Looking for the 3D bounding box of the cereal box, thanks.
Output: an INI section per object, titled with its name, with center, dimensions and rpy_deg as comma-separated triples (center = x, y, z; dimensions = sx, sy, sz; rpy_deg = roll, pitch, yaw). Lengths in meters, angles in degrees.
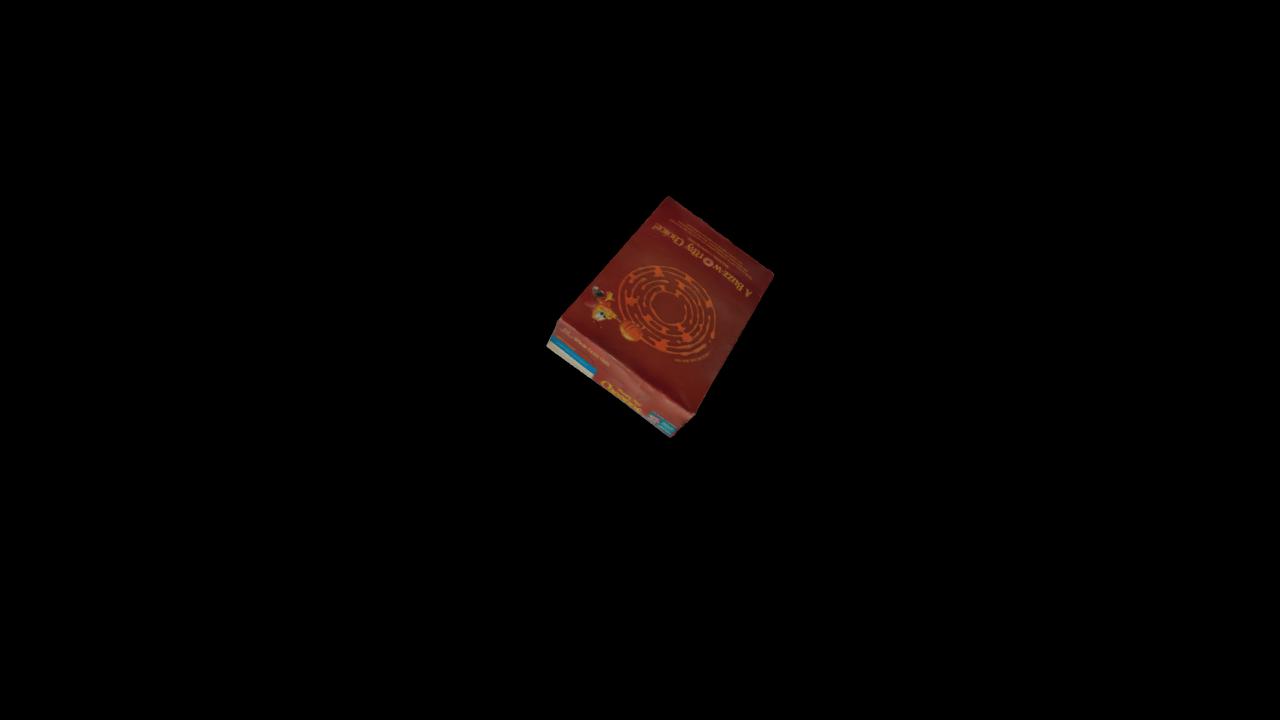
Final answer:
[cereal box]
center = 0.039, -0.071, 0.846
dimensions = 0.203, 0.306, 0.081
rpy_deg = 36, -36, -1
